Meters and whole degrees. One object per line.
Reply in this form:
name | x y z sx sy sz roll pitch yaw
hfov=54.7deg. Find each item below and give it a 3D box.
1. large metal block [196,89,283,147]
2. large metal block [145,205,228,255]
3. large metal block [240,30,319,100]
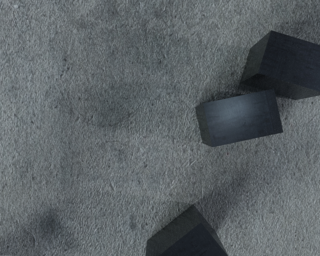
large metal block | 0.092 -0.011 0.383 0.080 0.080 0.050 -12 90 0
large metal block | 0.030 0.148 0.383 0.080 0.080 0.050 -38 90 0
large metal block | 0.155 -0.073 0.383 0.080 0.080 0.050 17 90 0
